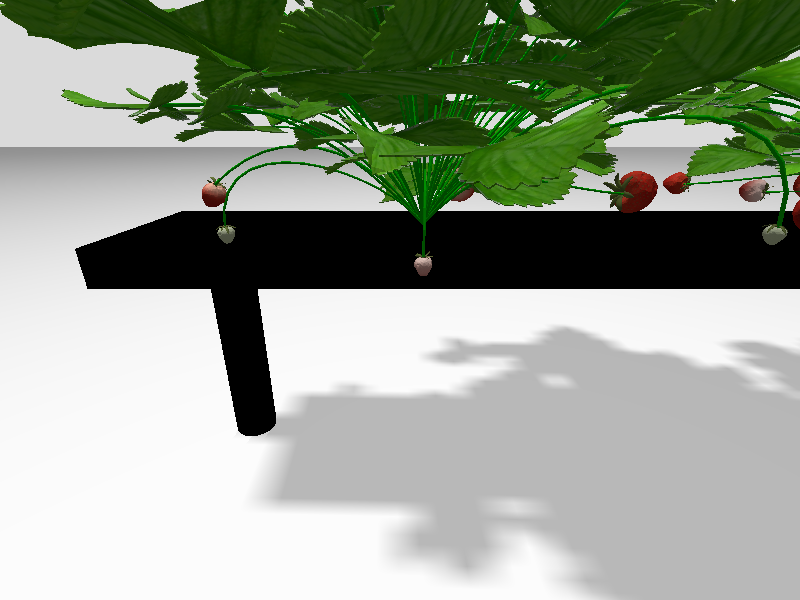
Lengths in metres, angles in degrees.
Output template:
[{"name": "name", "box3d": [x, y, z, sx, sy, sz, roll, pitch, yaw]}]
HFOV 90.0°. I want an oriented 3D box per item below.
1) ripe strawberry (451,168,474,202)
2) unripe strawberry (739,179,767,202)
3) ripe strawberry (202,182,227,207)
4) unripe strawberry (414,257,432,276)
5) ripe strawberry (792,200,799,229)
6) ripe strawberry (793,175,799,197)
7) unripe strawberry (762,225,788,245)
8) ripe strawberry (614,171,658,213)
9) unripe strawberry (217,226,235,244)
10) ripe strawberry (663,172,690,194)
[{"name": "ripe strawberry", "box3d": [0.071, -0.142, 0.477, 0.045, 0.047, 0.049, 8, 23, 18]}, {"name": "unripe strawberry", "box3d": [0.407, -0.127, 0.462, 0.022, 0.025, 0.024, -11, 24, -25]}, {"name": "ripe strawberry", "box3d": [-0.202, -0.113, 0.433, 0.024, 0.028, 0.028, 38, 31, 6]}, {"name": "unripe strawberry", "box3d": [0.012, -0.018, 0.211, 0.010, 0.011, 0.011, 1, 22, 3]}, {"name": "ripe strawberry", "box3d": [0.320, -0.067, 0.300, 0.042, 0.036, 0.042, -7, 24, -16]}, {"name": "ripe strawberry", "box3d": [0.501, -0.143, 0.489, 0.031, 0.035, 0.033, 4, 22, 10]}, {"name": "unripe strawberry", "box3d": [0.224, -0.039, 0.240, 0.011, 0.011, 0.011, 12, 25, 27]}, {"name": "ripe strawberry", "box3d": [0.232, -0.105, 0.391, 0.039, 0.040, 0.035, -5, 23, -13]}, {"name": "unripe strawberry", "box3d": [-0.118, -0.044, 0.273, 0.011, 0.011, 0.011, -13, 26, -28]}, {"name": "ripe strawberry", "box3d": [0.364, -0.155, 0.530, 0.027, 0.028, 0.029, -12, 25, -26]}]
